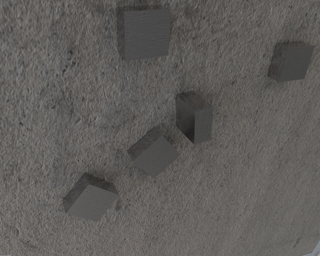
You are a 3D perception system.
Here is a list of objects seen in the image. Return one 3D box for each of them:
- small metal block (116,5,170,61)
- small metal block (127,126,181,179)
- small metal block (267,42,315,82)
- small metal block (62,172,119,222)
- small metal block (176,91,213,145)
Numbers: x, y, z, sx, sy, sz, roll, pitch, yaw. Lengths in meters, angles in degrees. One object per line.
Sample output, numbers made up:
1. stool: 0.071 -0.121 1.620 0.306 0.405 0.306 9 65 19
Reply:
1. small metal block: -0.018 -0.103 0.333 0.050 0.025 0.050 -12 124 -22
2. small metal block: -0.008 0.034 0.423 0.050 0.025 0.050 -42 130 0
3. small metal block: 0.190 -0.097 0.450 0.050 0.025 0.050 -10 123 -24
4. small metal block: -0.092 0.093 0.414 0.050 0.025 0.050 32 101 -38
5. small metal block: 0.044 -0.014 0.406 0.025 0.050 0.050 -16 125 -20
